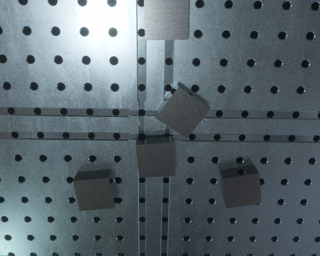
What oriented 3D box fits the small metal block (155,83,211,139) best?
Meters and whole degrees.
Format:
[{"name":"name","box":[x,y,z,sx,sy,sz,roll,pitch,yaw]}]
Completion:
[{"name":"small metal block","box":[0.029,-0.023,0.405,0.050,0.025,0.050,33,107,-12]}]

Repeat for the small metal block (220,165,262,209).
[{"name":"small metal block","box":[0.116,0.084,0.446,0.050,0.025,0.050,-10,110,3]}]

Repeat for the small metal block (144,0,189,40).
[{"name":"small metal block","box":[0.007,-0.131,0.365,0.050,0.025,0.050,-1,110,0]}]

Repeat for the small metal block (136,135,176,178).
[{"name":"small metal block","box":[-0.005,0.040,0.428,0.050,0.025,0.050,-4,110,1]}]

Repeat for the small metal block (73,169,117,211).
[{"name":"small metal block","box":[-0.092,0.089,0.445,0.050,0.025,0.050,-5,110,1]}]
